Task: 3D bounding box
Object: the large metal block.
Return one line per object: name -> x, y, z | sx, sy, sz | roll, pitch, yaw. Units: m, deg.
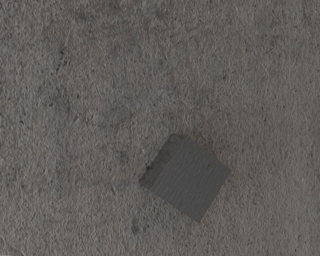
large metal block -> 0.032, 0.064, 0.407 | 0.080, 0.050, 0.080 | 38, 78, -16
